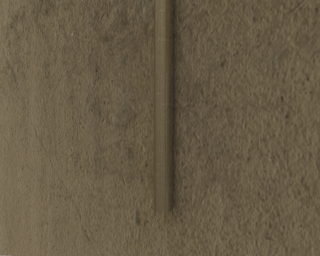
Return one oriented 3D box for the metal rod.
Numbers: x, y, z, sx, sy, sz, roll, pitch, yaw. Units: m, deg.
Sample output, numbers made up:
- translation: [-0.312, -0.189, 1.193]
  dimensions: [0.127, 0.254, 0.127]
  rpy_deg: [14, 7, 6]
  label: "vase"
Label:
- translation: [0.005, -0.044, 0.399]
  dimensions: [0.025, 0.025, 0.298]
  rpy_deg: [0, 90, 39]
  label: "metal rod"
